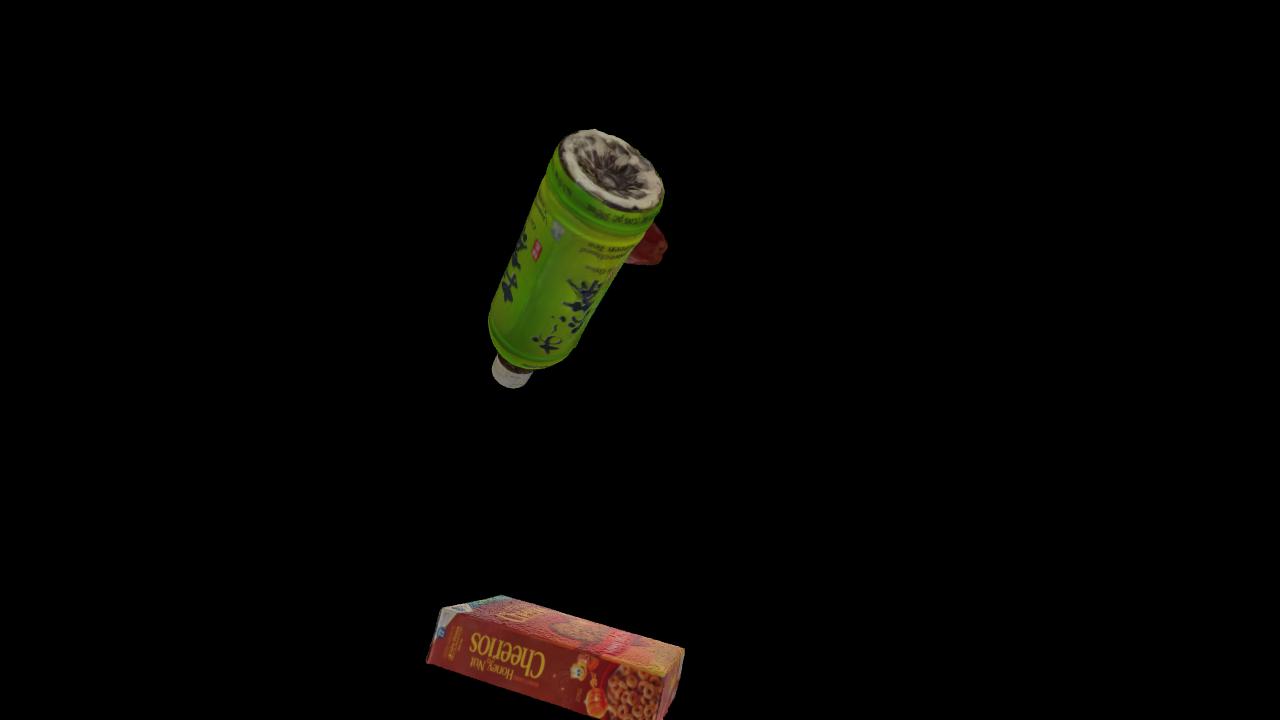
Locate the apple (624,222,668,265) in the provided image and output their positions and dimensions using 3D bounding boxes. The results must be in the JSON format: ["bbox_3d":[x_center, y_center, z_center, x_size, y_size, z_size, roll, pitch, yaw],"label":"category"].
[{"bbox_3d":[-0.003,-0.189,0.978,0.093,0.079,0.079,26,14,30],"label":"apple"}]

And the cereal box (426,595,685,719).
[{"bbox_3d":[-0.103,0.401,0.838,0.306,0.081,0.203,11,-14,15],"label":"cereal box"}]

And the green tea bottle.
[{"bbox_3d":[-0.058,-0.049,0.420,0.073,0.073,0.212,0,-35,-29],"label":"green tea bottle"}]
